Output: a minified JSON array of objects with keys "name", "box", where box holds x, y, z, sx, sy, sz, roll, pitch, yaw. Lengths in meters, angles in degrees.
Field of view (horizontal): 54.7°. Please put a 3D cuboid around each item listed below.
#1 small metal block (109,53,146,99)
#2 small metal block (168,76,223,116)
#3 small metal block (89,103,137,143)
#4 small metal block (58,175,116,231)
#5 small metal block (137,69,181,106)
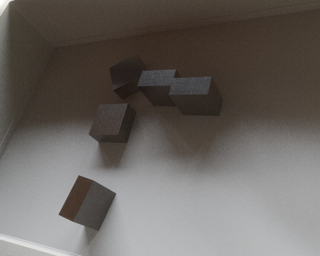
[{"name":"small metal block","box":[-0.047,-0.080,0.478,0.050,0.025,0.050,-25,53,12]},{"name":"small metal block","box":[0.046,-0.039,0.388,0.050,0.050,0.025,3,63,29]},{"name":"small metal block","box":[-0.067,-0.007,0.444,0.050,0.025,0.050,0,62,28]},{"name":"small metal block","box":[-0.087,0.092,0.377,0.025,0.050,0.050,11,67,32]},{"name":"small metal block","box":[0.006,-0.053,0.418,0.050,0.050,0.025,3,64,29]}]
